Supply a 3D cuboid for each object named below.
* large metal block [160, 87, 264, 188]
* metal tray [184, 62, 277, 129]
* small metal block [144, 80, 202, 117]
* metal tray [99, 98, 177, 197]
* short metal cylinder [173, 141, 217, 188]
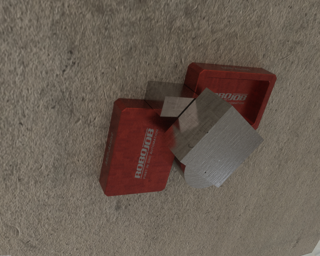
[{"bbox_3d":[0.063,0.013,0.368,0.080,0.050,0.080,-48,129,6],"label":"large metal block"},{"bbox_3d":[0.092,-0.040,0.431,0.131,0.030,0.089,-2,119,-28],"label":"metal tray"},{"bbox_3d":[0.015,-0.036,0.378,0.050,0.050,0.025,1,118,-29],"label":"small metal block"},{"bbox_3d":[-0.024,0.027,0.410,0.091,0.030,0.129,1,118,-29],"label":"metal tray"},{"bbox_3d":[0.059,0.040,0.449,0.081,0.050,0.079,-13,124,-20],"label":"short metal cylinder"}]
